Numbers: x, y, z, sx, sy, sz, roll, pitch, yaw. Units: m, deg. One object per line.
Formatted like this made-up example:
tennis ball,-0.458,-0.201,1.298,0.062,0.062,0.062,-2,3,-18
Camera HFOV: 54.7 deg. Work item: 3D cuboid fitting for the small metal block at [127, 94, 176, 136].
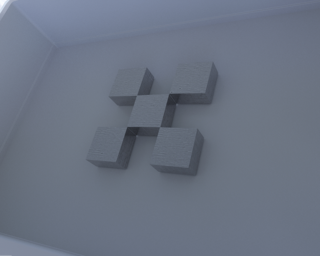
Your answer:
small metal block,-0.011,-0.017,0.419,0.050,0.025,0.050,1,62,28

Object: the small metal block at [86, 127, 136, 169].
small metal block,-0.066,0.026,0.422,0.050,0.025,0.050,1,62,28

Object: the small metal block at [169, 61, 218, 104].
small metal block,0.046,-0.060,0.416,0.050,0.025,0.050,3,63,29

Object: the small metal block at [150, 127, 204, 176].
small metal block,0.021,0.027,0.375,0.050,0.025,0.050,2,62,29

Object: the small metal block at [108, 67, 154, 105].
small metal block,-0.042,-0.062,0.464,0.050,0.025,0.050,2,62,29
